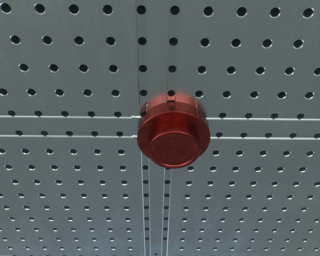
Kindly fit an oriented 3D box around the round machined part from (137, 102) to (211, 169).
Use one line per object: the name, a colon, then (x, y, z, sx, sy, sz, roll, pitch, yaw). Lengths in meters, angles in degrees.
round machined part: (0.018, 0.017, 0.415, 0.099, 0.042, 0.097, 0, 130, 0)
